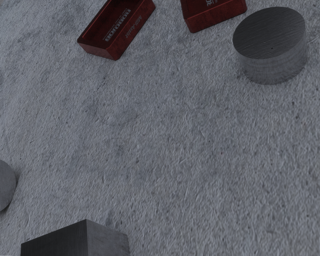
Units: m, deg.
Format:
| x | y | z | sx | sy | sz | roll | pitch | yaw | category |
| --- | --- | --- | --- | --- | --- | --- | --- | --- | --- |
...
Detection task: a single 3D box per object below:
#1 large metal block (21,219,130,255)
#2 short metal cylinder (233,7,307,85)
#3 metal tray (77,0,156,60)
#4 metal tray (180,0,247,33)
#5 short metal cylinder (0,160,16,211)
| x | y | z | sx | sy | sz | roll | pitch | yaw | category |
| --- | --- | --- | --- | --- | --- | --- | --- | --- | --- |
| -0.086 | 0.142 | 0.326 | 0.080 | 0.080 | 0.050 | -24 | 53 | 14 | large metal block |
| 0.135 | -0.100 | 0.378 | 0.080 | 0.050 | 0.080 | -13 | 56 | 21 | short metal cylinder |
| -0.079 | -0.188 | 0.557 | 0.090 | 0.030 | 0.130 | 23 | 74 | 36 | metal tray |
| 0.078 | -0.220 | 0.494 | 0.090 | 0.030 | 0.130 | -18 | 55 | 17 | metal tray |
| -0.263 | 0.086 | 0.455 | 0.050 | 0.080 | 0.080 | -6 | 59 | 25 | short metal cylinder |
